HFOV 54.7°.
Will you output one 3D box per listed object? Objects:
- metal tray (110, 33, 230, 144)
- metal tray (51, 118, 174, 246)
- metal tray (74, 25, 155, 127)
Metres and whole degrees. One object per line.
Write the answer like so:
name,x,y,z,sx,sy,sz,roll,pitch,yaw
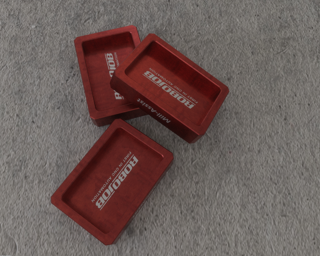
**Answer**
metal tray,0.015,-0.052,0.398,0.130,0.030,0.090,36,59,-2
metal tray,-0.055,0.063,0.381,0.090,0.030,0.130,34,73,11
metal tray,-0.061,-0.075,0.431,0.091,0.030,0.130,-14,71,-5
